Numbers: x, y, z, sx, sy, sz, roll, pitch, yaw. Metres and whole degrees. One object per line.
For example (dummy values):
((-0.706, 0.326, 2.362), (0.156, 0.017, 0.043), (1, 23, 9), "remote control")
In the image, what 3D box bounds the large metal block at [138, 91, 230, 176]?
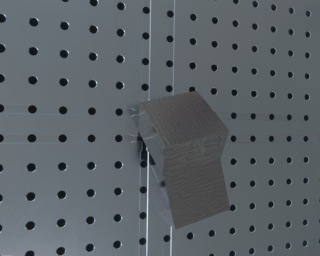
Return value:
((0.026, 0.004, 0.386), (0.081, 0.080, 0.050), (-14, 137, -20), "large metal block")

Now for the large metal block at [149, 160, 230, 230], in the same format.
((0.039, 0.077, 0.413), (0.081, 0.050, 0.080), (-13, 95, -20), "large metal block")
